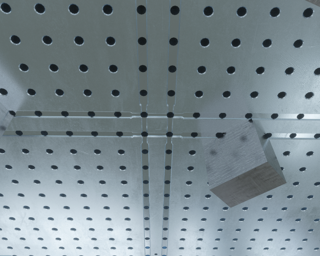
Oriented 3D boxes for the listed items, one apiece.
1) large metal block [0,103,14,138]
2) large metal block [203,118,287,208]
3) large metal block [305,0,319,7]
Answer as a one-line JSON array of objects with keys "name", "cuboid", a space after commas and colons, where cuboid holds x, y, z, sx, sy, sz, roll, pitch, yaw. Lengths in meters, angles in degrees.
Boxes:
[{"name": "large metal block", "cuboid": [-0.248, -0.014, 0.381, 0.080, 0.050, 0.080, -20, 128, 16]}, {"name": "large metal block", "cuboid": [0.109, 0.047, 0.416, 0.080, 0.080, 0.050, -33, 123, 24]}, {"name": "large metal block", "cuboid": [0.156, -0.151, 0.268, 0.080, 0.050, 0.080, 17, 128, -14]}]
